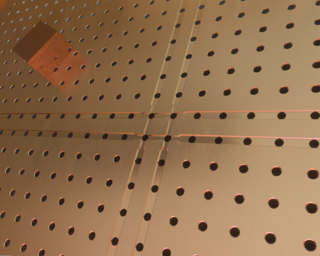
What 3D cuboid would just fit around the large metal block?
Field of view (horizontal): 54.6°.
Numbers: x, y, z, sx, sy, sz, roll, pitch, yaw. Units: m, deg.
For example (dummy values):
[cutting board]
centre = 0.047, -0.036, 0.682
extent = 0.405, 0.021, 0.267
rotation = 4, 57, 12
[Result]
[large metal block]
centre = -0.230, -0.155, 0.610
extent = 0.080, 0.050, 0.080
rotation = -50, 51, -7
